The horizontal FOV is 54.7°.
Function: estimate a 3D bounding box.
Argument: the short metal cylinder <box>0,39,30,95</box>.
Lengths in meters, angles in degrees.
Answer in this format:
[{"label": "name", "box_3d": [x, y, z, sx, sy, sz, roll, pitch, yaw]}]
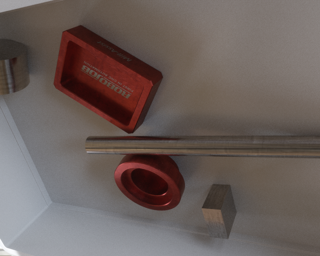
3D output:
[{"label": "short metal cylinder", "box_3d": [-0.230, -0.088, 0.437, 0.080, 0.080, 0.050, 20, 126, 16]}]

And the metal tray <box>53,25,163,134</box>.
[{"label": "metal tray", "box_3d": [-0.071, -0.061, 0.402, 0.130, 0.030, 0.089, 32, 128, 7]}]

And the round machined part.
[{"label": "round machined part", "box_3d": [-0.011, 0.069, 0.438, 0.098, 0.042, 0.097, 14, 133, 15]}]

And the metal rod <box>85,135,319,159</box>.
[{"label": "metal rod", "box_3d": [0.046, 0.022, 0.374, 0.301, 0.025, 0.025, -1, 118, 20]}]

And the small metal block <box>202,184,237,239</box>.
[{"label": "small metal block", "box_3d": [0.081, 0.112, 0.418, 0.025, 0.050, 0.050, -3, 117, 29]}]
